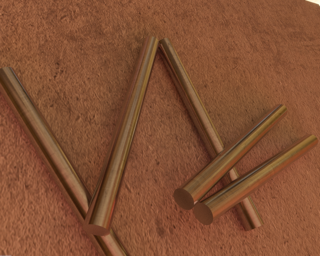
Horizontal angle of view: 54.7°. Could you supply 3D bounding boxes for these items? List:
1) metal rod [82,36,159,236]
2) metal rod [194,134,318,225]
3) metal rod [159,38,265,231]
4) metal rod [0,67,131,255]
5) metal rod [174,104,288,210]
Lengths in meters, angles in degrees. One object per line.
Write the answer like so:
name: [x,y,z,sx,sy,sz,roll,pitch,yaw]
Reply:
metal rod: [-0.036,-0.019,0.378,0.025,0.025,0.300,24,48,-14]
metal rod: [0.151,0.056,0.426,0.302,0.025,0.025,-18,71,-43]
metal rod: [0.063,-0.004,0.439,0.025,0.025,0.299,-11,67,-33]
metal rod: [-0.090,0.060,0.318,0.025,0.025,0.299,-27,77,-37]
metal rod: [0.115,0.022,0.424,0.025,0.025,0.302,52,43,8]
